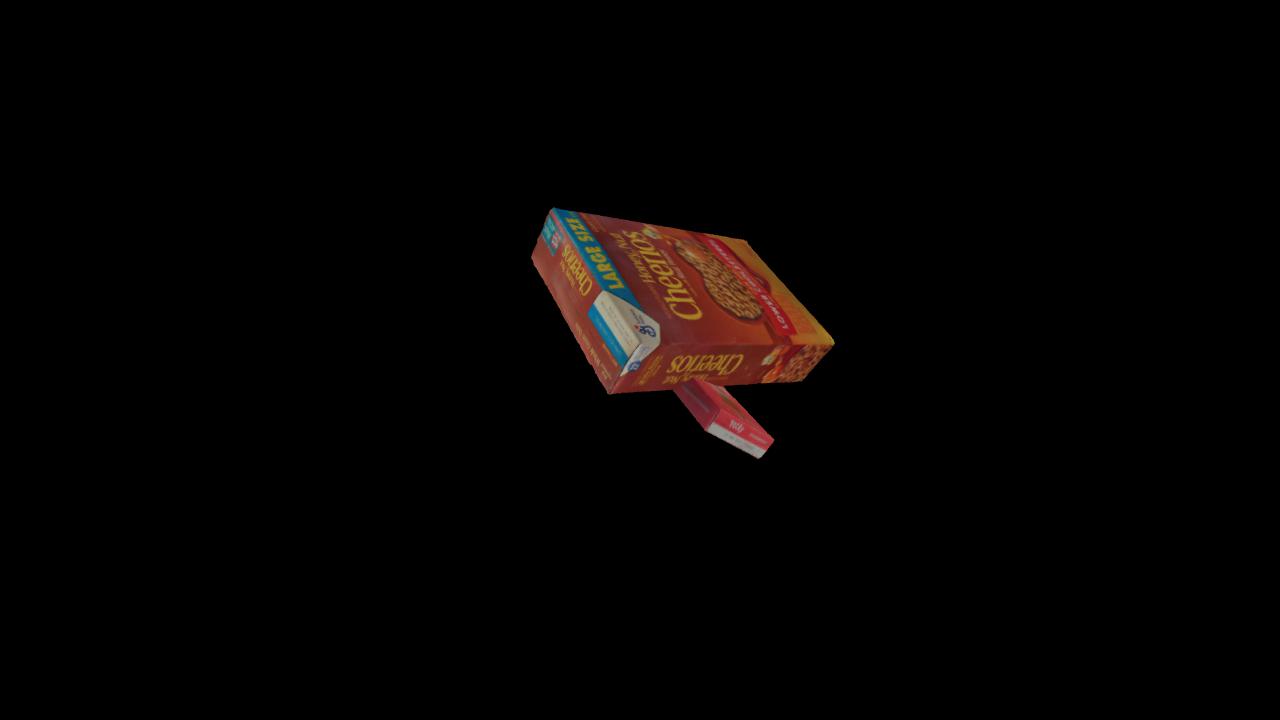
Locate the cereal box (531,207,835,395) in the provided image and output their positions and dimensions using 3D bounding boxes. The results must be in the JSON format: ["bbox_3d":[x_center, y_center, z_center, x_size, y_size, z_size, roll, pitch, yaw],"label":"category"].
[{"bbox_3d":[0.054,-0.065,0.691,0.306,0.203,0.081,0,-44,-40],"label":"cereal box"}]

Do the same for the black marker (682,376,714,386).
[{"bbox_3d":[0.007,-0.038,0.750,0.121,0.020,0.020,-28,-5,10],"label":"black marker"}]

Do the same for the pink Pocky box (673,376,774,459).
[{"bbox_3d":[0.069,0.038,0.648,0.084,0.029,0.155,31,12,-33],"label":"pink Pocky box"}]
